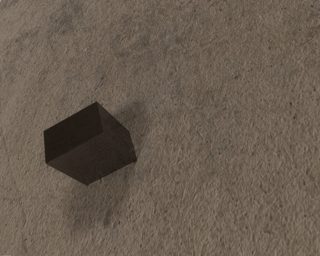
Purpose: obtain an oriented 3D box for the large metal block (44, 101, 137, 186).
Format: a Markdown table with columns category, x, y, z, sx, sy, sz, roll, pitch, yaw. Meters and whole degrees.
| category | x | y | z | sx | sy | sz | roll | pitch | yaw |
| --- | --- | --- | --- | --- | --- | --- | --- | --- | --- |
| large metal block | -0.088 | 0.023 | 0.399 | 0.080 | 0.080 | 0.050 | -28 | 53 | 10 |
